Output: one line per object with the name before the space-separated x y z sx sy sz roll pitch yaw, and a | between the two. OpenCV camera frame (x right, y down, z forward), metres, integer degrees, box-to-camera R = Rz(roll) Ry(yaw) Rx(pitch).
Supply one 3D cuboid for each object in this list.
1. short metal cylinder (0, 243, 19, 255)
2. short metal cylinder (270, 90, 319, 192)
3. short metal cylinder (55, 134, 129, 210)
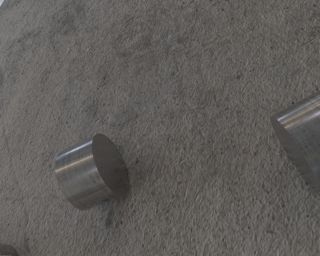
short metal cylinder | -0.230 0.186 0.395 0.080 0.050 0.080 -13 56 21
short metal cylinder | 0.146 0.011 0.285 0.050 0.080 0.080 -30 52 10
short metal cylinder | -0.080 0.053 0.378 0.050 0.080 0.080 -25 53 13
